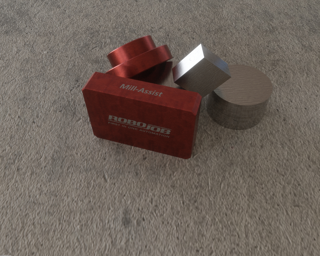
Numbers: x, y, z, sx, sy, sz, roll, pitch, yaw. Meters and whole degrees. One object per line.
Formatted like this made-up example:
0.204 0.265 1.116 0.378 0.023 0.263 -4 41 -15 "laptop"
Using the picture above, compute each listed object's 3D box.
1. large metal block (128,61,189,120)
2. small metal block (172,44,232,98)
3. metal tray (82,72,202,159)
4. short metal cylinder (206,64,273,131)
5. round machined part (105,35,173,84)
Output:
-0.003 -0.047 0.430 0.081 0.050 0.080 -1 50 -1 "large metal block"
0.052 -0.069 0.388 0.050 0.050 0.025 26 43 -34 "small metal block"
-0.021 -0.013 0.373 0.131 0.090 0.030 13 52 10 "metal tray"
0.107 -0.043 0.426 0.081 0.050 0.080 0 50 0 "short metal cylinder"
-0.035 -0.097 0.438 0.099 0.098 0.042 -30 100 -23 "round machined part"
